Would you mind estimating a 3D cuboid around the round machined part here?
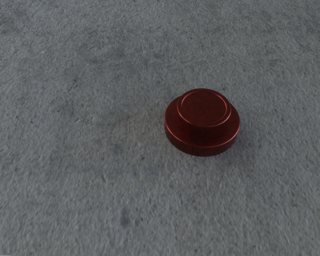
[{"bbox_3d":[0.055,-0.014,0.405,0.099,0.042,0.098,0,50,0],"label":"round machined part"}]
